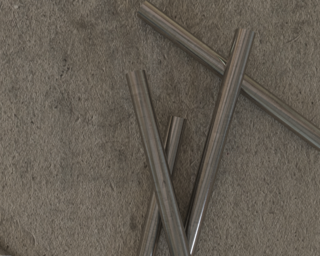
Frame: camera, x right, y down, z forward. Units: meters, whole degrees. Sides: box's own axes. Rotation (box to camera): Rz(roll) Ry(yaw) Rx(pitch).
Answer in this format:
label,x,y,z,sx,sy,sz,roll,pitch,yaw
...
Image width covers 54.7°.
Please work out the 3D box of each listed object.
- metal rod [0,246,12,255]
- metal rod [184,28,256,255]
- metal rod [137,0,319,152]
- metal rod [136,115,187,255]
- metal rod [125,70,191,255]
label,x,y,z,sx,sy,sz,roll,pitch,yaw
metal rod,-0.167,0.211,0.408,0.300,0.025,0.025,40,90,0
metal rod,0.068,0.026,0.394,0.025,0.025,0.298,14,96,0
metal rod,0.098,-0.068,0.410,0.301,0.025,0.025,37,90,0
metal rod,-0.010,0.131,0.409,0.025,0.025,0.298,13,90,0
metal rod,0.005,0.076,0.383,0.025,0.025,0.298,-14,91,0
